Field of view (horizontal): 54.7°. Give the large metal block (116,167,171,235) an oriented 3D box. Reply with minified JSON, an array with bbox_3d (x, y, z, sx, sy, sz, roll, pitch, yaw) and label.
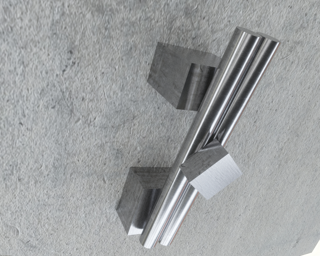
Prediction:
[{"bbox_3d":[-0.009,0.104,0.451,0.081,0.050,0.079,5,116,-31],"label":"large metal block"}]

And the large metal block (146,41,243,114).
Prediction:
[{"bbox_3d":[0.042,-0.058,0.360,0.081,0.080,0.050,3,117,-30],"label":"large metal block"}]

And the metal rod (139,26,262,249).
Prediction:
[{"bbox_3d":[0.032,0.034,0.352,0.025,0.025,0.298,3,124,-30],"label":"metal rod"}]

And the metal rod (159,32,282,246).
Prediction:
[{"bbox_3d":[0.055,0.035,0.365,0.025,0.025,0.298,3,124,-30],"label":"metal rod"}]

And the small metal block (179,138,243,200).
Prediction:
[{"bbox_3d":[0.057,0.047,0.342,0.050,0.025,0.050,-38,135,4],"label":"small metal block"}]
